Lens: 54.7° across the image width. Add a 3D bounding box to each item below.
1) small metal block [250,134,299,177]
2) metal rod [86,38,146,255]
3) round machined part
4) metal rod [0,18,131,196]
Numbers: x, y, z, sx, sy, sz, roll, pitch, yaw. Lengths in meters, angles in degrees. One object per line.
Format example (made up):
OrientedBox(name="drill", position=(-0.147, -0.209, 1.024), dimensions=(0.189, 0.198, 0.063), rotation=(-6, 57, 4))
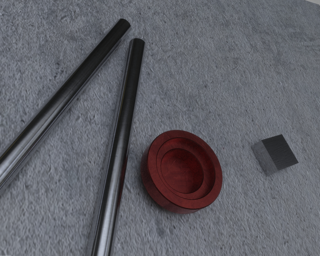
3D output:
OrientedBox(name="small metal block", position=(0.175, 0.041, 0.473), dimensions=(0.050, 0.025, 0.050), rotation=(-12, 68, -33))
OrientedBox(name="metal rod", position=(-0.046, 0.000, 0.378), dimensions=(0.025, 0.025, 0.300), rotation=(18, 55, -18))
OrientedBox(name="round machined part", position=(0.022, 0.055, 0.371), dimensions=(0.099, 0.042, 0.098), rotation=(14, 56, -21))
OrientedBox(name="metal rod", position=(-0.107, -0.048, 0.374), dimensions=(0.025, 0.025, 0.301), rotation=(32, 51, -8))
